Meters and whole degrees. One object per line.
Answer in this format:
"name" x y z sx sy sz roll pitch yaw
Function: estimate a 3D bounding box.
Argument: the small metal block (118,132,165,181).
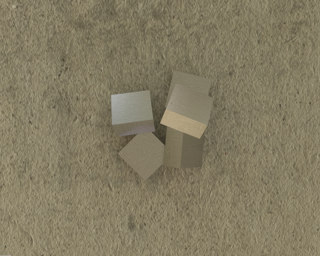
"small metal block" -0.019 0.033 0.411 0.050 0.025 0.050 -45 90 0

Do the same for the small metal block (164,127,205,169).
"small metal block" 0.032 0.024 0.397 0.025 0.050 0.050 4 90 38

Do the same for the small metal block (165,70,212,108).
"small metal block" 0.037 -0.045 0.412 0.050 0.025 0.050 14 90 -1

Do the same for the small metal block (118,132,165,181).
"small metal block" -0.019 0.033 0.411 0.050 0.025 0.050 -45 91 0

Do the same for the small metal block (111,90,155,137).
"small metal block" -0.035 -0.019 0.398 0.050 0.025 0.050 -8 52 -1

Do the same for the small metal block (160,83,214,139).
"small metal block" 0.033 -0.021 0.373 0.050 0.025 0.050 21 47 -1
